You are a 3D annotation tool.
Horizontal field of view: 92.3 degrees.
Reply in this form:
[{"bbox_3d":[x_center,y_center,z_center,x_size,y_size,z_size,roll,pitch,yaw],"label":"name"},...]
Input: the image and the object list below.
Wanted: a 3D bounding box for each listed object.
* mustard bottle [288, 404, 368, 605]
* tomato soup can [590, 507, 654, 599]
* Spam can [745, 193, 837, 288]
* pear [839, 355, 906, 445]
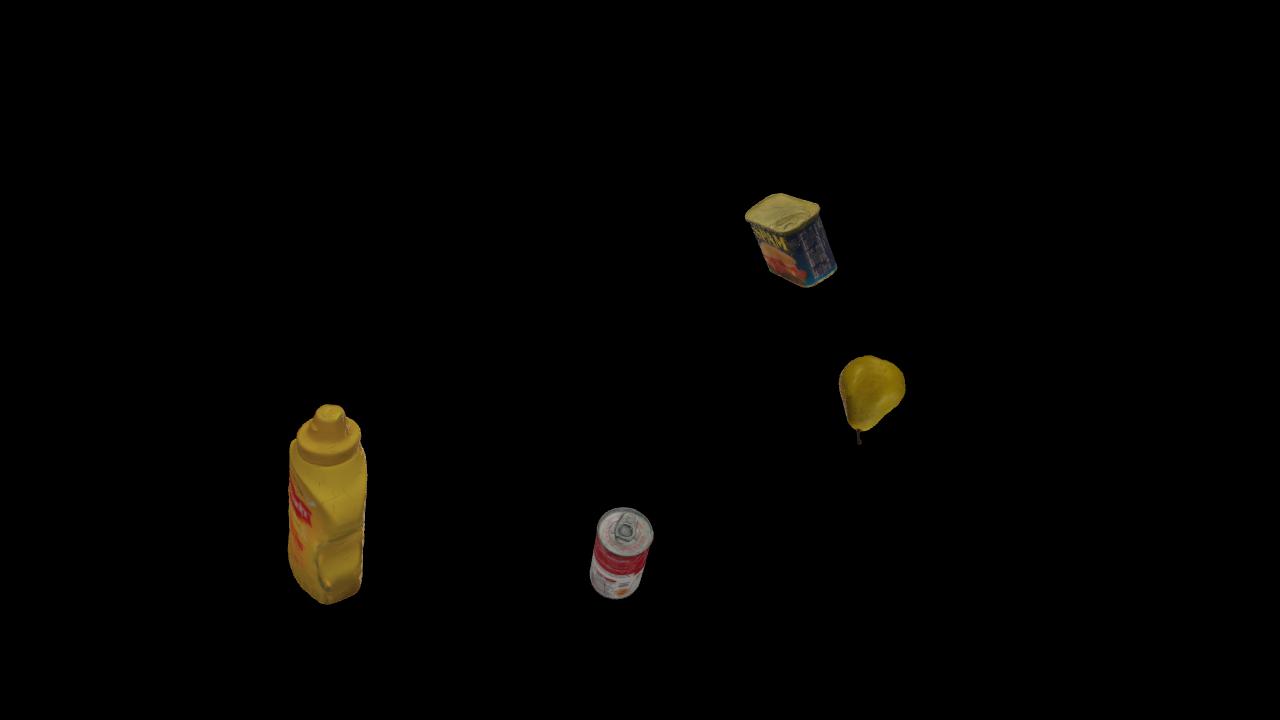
[{"bbox_3d":[-0.248,0.106,0.489,0.054,0.184,0.092,-8,44,-37],"label":"mustard bottle"},{"bbox_3d":[-0.025,0.238,0.751,0.068,0.101,0.068,7,39,-5],"label":"tomato soup can"},{"bbox_3d":[0.183,-0.144,0.740,0.058,0.085,0.101,-35,33,-4],"label":"Spam can"},{"bbox_3d":[0.282,0.052,0.777,0.080,0.111,0.080,29,-10,5],"label":"pear"}]
